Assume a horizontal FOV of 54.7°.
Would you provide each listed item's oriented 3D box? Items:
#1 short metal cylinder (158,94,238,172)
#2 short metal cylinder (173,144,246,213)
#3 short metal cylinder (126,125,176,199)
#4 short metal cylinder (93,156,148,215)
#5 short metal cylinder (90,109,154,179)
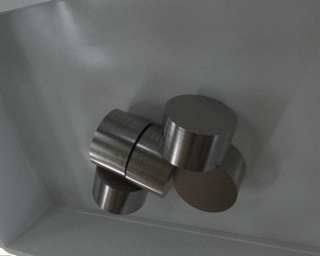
[{"bbox_3d":[0.041,0.004,0.351,0.080,0.080,0.050,21,126,15],"label":"short metal cylinder"},{"bbox_3d":[0.063,0.059,0.392,0.080,0.050,0.079,13,124,20],"label":"short metal cylinder"},{"bbox_3d":[-0.001,0.043,0.398,0.050,0.080,0.079,24,127,13],"label":"short metal cylinder"},{"bbox_3d":[-0.054,0.076,0.445,0.080,0.080,0.050,26,127,11],"label":"short metal cylinder"},{"bbox_3d":[-0.048,0.021,0.407,0.050,0.080,0.079,23,127,14],"label":"short metal cylinder"}]
